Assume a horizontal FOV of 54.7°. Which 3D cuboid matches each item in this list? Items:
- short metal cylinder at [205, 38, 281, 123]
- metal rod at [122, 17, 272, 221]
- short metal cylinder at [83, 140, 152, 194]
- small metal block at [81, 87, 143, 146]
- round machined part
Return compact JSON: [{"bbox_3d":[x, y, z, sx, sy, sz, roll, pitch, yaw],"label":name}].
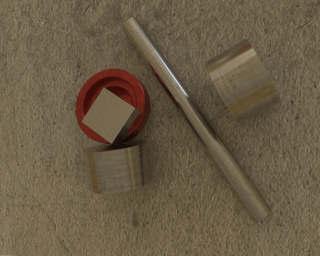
[{"bbox_3d":[0.093,-0.052,0.347,0.050,0.080,0.080,-29,81,18],"label":"short metal cylinder"},{"bbox_3d":[0.040,-0.020,0.394,0.025,0.025,0.299,-37,79,16],"label":"metal rod"},{"bbox_3d":[-0.053,0.047,0.396,0.080,0.080,0.050,-6,95,20],"label":"short metal cylinder"},{"bbox_3d":[-0.058,-0.013,0.378,0.050,0.025,0.050,34,92,19],"label":"small metal block"},{"bbox_3d":[-0.059,-0.026,0.415,0.098,0.042,0.097,-3,80,17],"label":"round machined part"}]
